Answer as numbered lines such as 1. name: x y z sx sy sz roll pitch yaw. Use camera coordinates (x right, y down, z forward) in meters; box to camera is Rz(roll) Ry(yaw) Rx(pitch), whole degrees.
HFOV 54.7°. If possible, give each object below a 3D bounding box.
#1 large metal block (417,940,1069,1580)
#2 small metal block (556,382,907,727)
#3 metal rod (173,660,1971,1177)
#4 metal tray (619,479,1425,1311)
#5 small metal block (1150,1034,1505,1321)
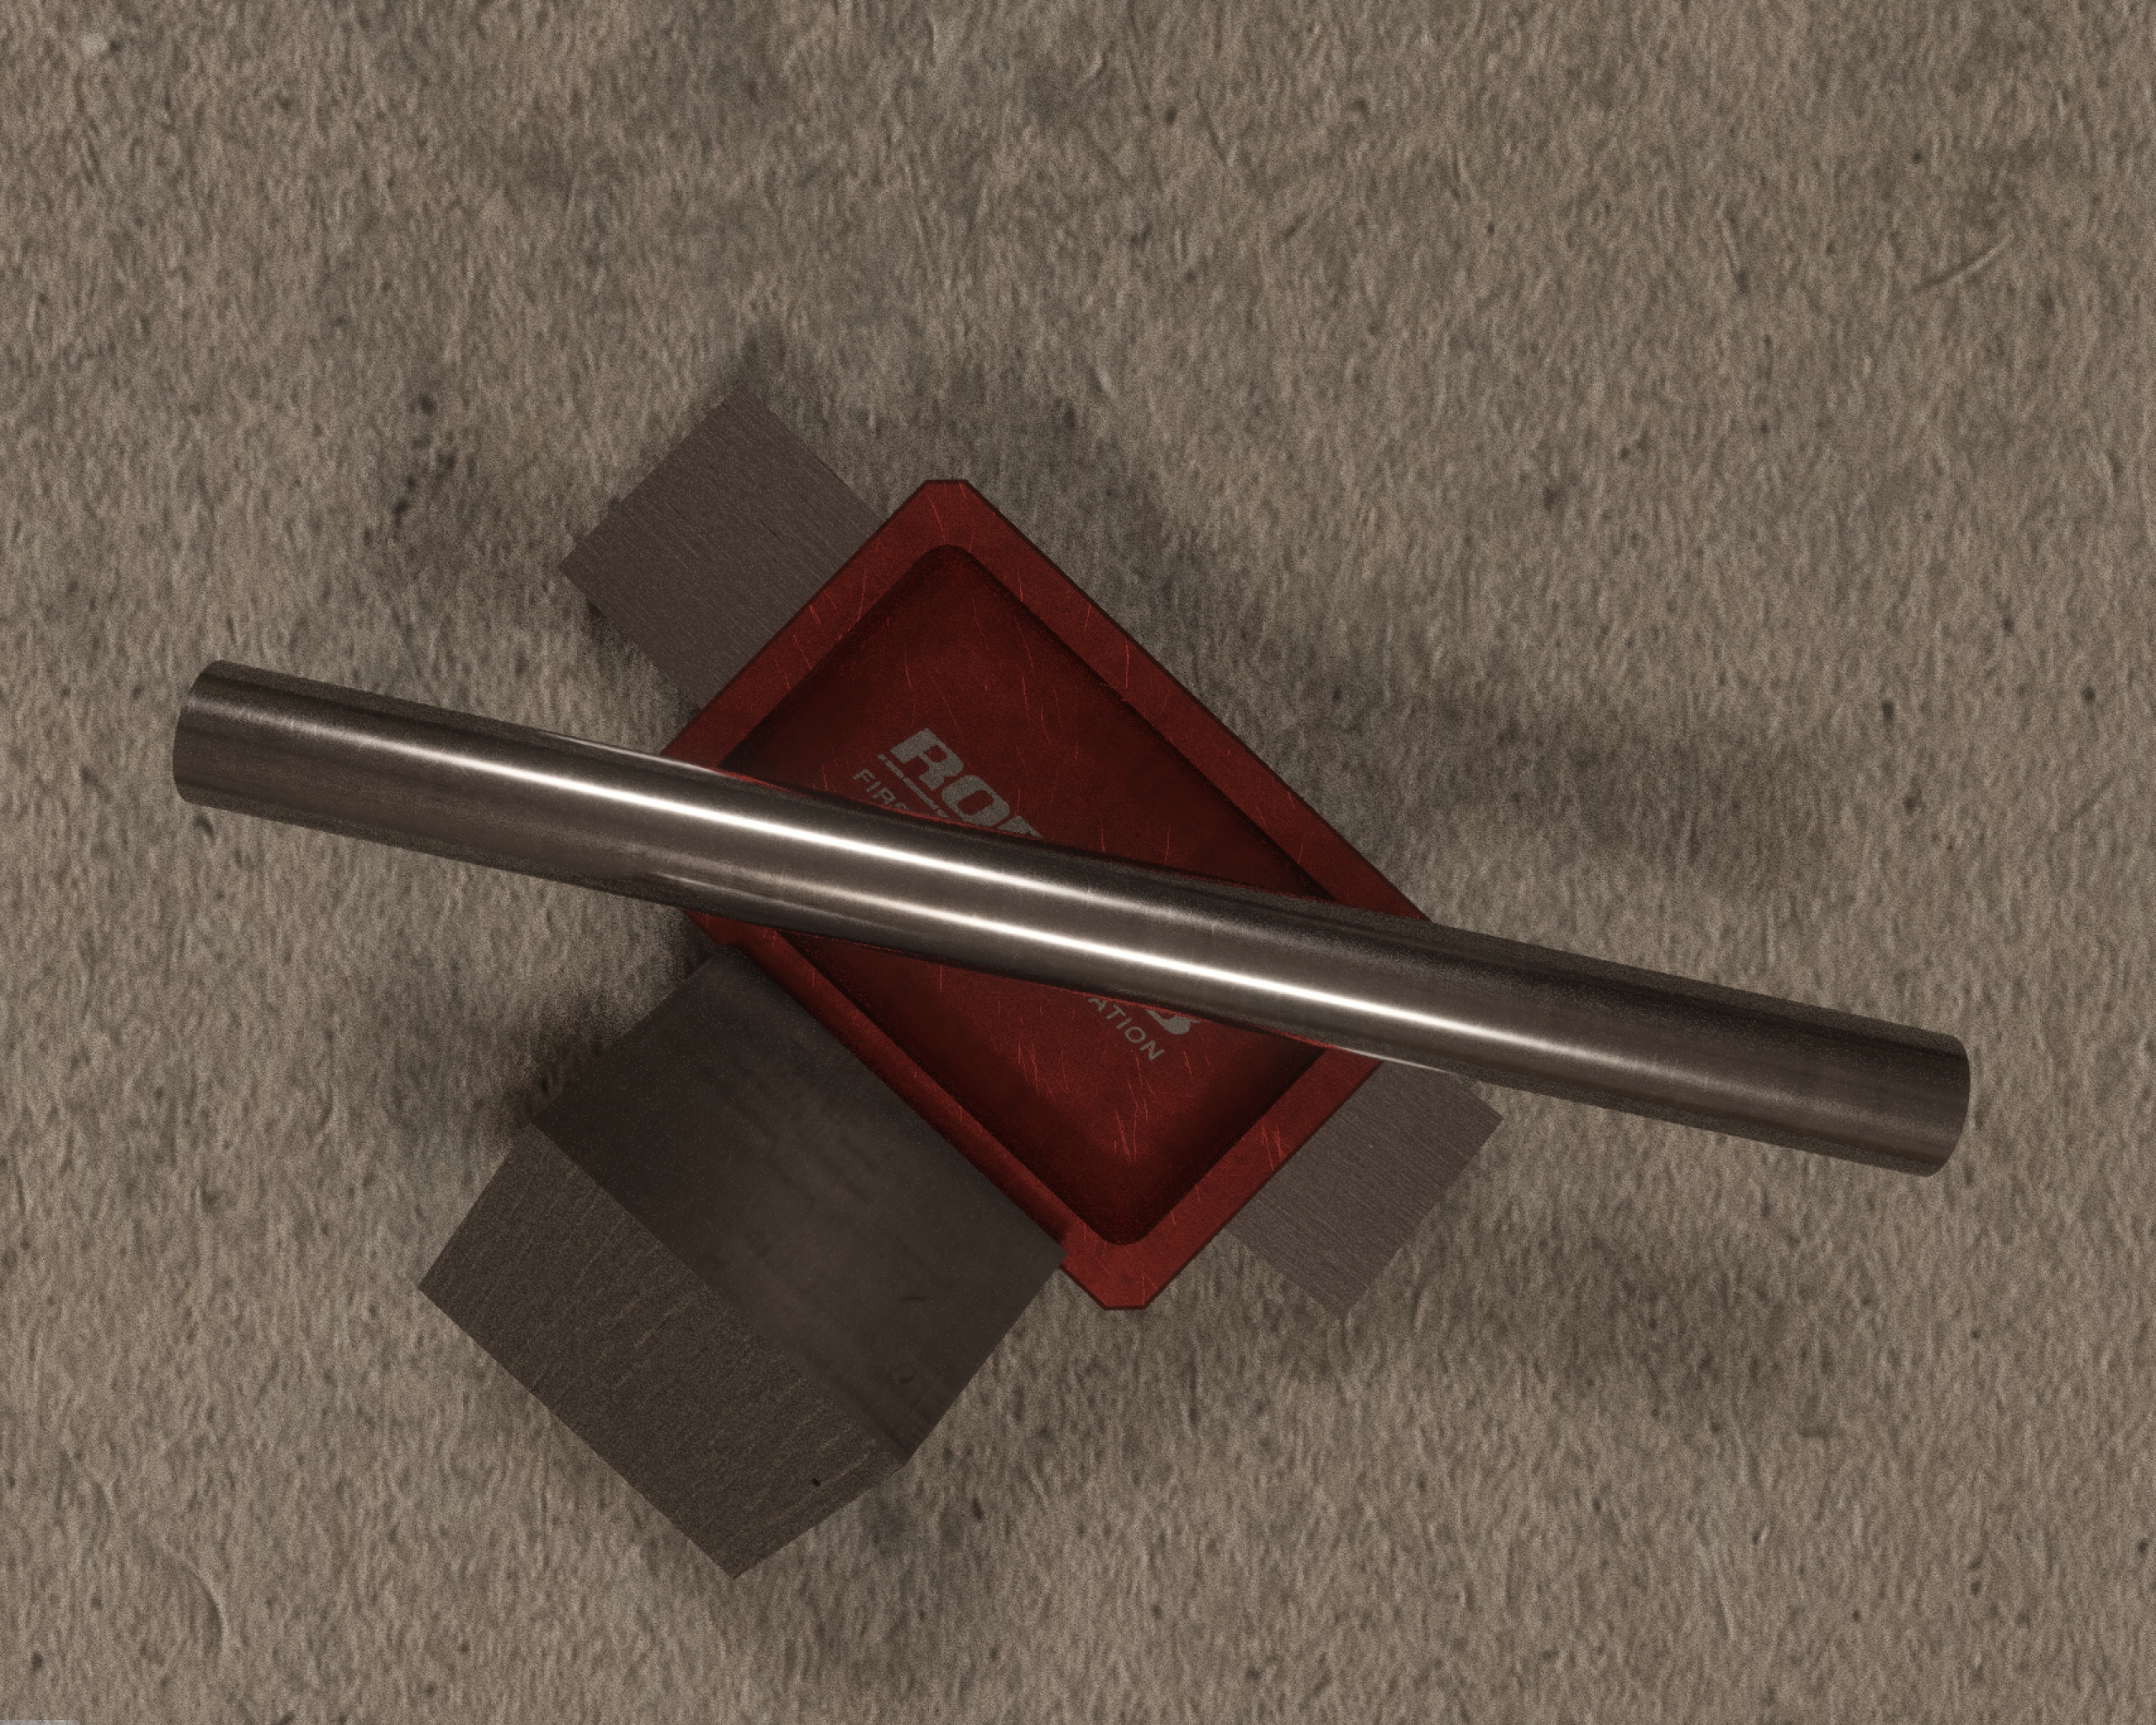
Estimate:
1. large metal block: -0.062 0.073 0.374 0.080 0.080 0.050 43 48 0
2. small metal block: -0.064 -0.057 0.410 0.050 0.025 0.050 45 90 -1
3. metal rod: 0.000 0.010 0.356 0.302 0.025 0.025 12 90 -1
4. metal tray: -0.008 0.006 0.383 0.130 0.030 0.090 44 90 -1
5. small metal block: 0.046 0.053 0.411 0.050 0.025 0.050 39 90 -1
